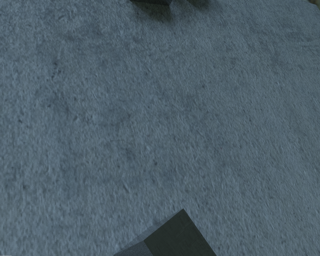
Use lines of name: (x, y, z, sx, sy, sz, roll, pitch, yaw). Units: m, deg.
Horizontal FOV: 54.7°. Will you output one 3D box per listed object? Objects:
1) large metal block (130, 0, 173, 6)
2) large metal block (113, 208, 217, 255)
large metal block: (-0.019, -0.267, 0.542, 0.081, 0.050, 0.080, -7, 65, -32)
large metal block: (0.010, 0.134, 0.294, 0.050, 0.080, 0.080, -28, 78, -38)
